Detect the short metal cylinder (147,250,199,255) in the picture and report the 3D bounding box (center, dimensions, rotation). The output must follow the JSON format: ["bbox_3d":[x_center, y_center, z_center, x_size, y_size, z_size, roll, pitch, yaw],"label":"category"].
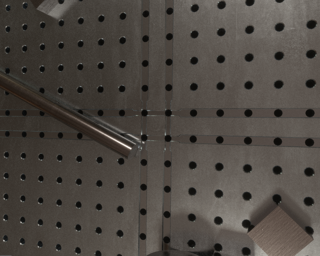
[{"bbox_3d":[0.017,0.190,0.377,0.080,0.080,0.050,2,91,19],"label":"short metal cylinder"}]

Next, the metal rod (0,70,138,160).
[{"bbox_3d":[-0.165,-0.032,0.468,0.301,0.025,0.025,27,99,17],"label":"metal rod"}]

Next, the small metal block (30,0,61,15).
[{"bbox_3d":[-0.176,-0.213,0.473,0.050,0.025,0.050,-39,78,15],"label":"small metal block"}]

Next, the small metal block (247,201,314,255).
[{"bbox_3d":[0.140,0.124,0.363,0.050,0.025,0.050,45,104,14],"label":"small metal block"}]

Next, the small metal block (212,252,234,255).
[{"bbox_3d":[0.084,0.175,0.369,0.050,0.050,0.025,5,92,19],"label":"small metal block"}]
